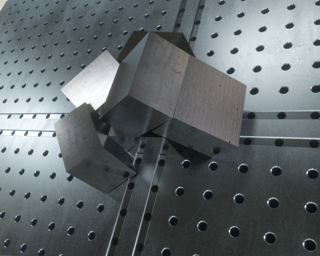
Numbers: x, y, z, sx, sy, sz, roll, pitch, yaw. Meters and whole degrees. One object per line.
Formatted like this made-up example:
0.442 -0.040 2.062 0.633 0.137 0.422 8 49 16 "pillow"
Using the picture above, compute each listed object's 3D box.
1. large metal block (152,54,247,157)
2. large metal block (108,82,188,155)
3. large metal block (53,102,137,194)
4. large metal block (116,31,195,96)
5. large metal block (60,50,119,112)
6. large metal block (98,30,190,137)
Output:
0.046 -0.023 0.353 0.050 0.080 0.080 -33 37 58 "large metal block"
-0.010 -0.013 0.407 0.080 0.050 0.080 1 62 29 "large metal block"
-0.083 0.027 0.400 0.050 0.080 0.080 -34 52 5 "large metal block"
0.002 -0.085 0.425 0.080 0.080 0.050 14 69 34 "large metal block"
-0.086 -0.061 0.449 0.080 0.080 0.050 -41 95 0 "large metal block"
-0.019 -0.044 0.341 0.080 0.050 0.080 -28 41 56 "large metal block"
